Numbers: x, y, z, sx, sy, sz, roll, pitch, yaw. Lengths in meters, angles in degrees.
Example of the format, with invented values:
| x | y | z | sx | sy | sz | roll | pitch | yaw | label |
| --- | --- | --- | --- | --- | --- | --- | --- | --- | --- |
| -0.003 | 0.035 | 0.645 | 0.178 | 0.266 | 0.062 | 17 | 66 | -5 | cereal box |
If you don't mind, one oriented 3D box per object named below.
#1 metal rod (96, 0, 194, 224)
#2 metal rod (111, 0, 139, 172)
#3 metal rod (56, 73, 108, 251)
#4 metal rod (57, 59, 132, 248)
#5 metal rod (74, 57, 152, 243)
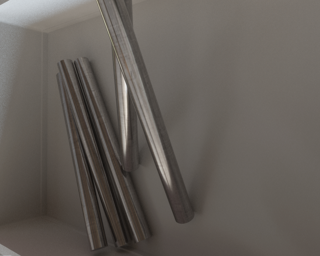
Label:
| x | y | z | sx | sy | sz | roll | pitch | yaw | label |
| --- | --- | --- | --- | --- | --- | --- | --- | --- | --- |
| -0.014 | -0.022 | 0.332 | 0.025 | 0.025 | 0.298 | 0 | 118 | 40 | metal rod |
| -0.042 | -0.069 | 0.361 | 0.025 | 0.025 | 0.298 | 30 | 134 | 36 | metal rod |
| -0.128 | 0.038 | 0.491 | 0.025 | 0.025 | 0.299 | -35 | 62 | 34 | metal rod |
| -0.104 | 0.031 | 0.478 | 0.025 | 0.025 | 0.299 | -28 | 77 | 36 | metal rod |
| -0.077 | 0.022 | 0.470 | 0.025 | 0.025 | 0.299 | -35 | 69 | 35 | metal rod |
